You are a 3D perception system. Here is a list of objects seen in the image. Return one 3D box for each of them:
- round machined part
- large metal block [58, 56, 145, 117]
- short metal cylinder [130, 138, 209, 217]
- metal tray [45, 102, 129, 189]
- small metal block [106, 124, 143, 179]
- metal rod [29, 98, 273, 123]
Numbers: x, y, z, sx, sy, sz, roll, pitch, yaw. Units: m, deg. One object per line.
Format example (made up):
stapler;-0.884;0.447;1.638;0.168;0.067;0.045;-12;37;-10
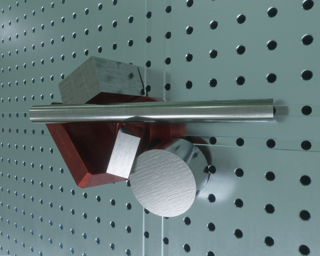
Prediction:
round machined part;-0.024;0.006;0.420;0.098;0.042;0.097;0;90;39
large metal block;-0.082;-0.053;0.436;0.080;0.081;0.050;-27;74;36
short metal cylinder;0.012;0.057;0.366;0.080;0.050;0.079;6;105;23
metal tray;-0.100;0.020;0.446;0.030;0.091;0.130;-51;61;28
small metal block;-0.041;0.025;0.368;0.025;0.050;0.050;17;102;-5
metal rod;-0.026;-0.018;0.367;0.301;0.025;0.025;0;90;20
